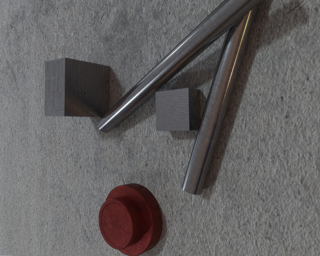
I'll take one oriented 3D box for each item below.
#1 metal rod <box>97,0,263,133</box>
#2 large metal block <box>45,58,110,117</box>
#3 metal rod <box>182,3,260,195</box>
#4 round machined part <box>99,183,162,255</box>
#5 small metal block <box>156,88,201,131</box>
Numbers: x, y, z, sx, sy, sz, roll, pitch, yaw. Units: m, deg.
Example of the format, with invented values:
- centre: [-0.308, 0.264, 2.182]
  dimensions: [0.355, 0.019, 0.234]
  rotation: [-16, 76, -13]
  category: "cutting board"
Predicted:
- centre: [0.008, -0.071, 0.376]
  dimensions: [0.299, 0.025, 0.025]
  rotation: [-36, 68, 40]
  category: "metal rod"
- centre: [-0.123, -0.057, 0.468]
  dimensions: [0.050, 0.081, 0.079]
  rotation: [2, 91, 40]
  category: "large metal block"
- centre: [0.075, -0.067, 0.341]
  dimensions: [0.025, 0.025, 0.298]
  rotation: [24, 105, 37]
  category: "metal rod"
- centre: [-0.048, 0.129, 0.431]
  dimensions: [0.098, 0.042, 0.097]
  rotation: [0, 90, 39]
  category: "round machined part"
- centre: [0.022, -0.021, 0.385]
  dimensions: [0.050, 0.025, 0.050]
  rotation: [-2, 89, 39]
  category: "small metal block"
